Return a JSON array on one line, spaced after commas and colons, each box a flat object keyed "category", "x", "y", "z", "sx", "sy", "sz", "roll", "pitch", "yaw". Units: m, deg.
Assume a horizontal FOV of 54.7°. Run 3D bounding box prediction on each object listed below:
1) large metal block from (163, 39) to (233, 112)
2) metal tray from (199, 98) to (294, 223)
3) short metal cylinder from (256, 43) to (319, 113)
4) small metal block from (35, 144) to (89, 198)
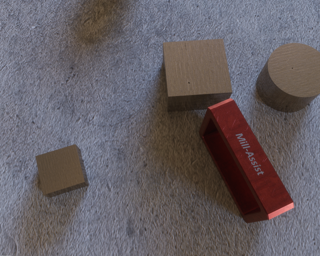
[{"category": "large metal block", "x": 0.047, "y": -0.071, "z": 0.421, "sx": 0.081, "sy": 0.050, "sz": 0.080, "roll": -4, "pitch": 70, "yaw": -2}, {"category": "metal tray", "x": 0.092, "y": 0.041, "z": 0.359, "sx": 0.030, "sy": 0.090, "sz": 0.130, "roll": -23, "pitch": 72, "yaw": -8}, {"category": "short metal cylinder", "x": 0.179, "y": -0.067, "z": 0.421, "sx": 0.081, "sy": 0.050, "sz": 0.080, "roll": 0, "pitch": 70, "yaw": 0}, {"category": "small metal block", "x": -0.122, "y": 0.054, "z": 0.388, "sx": 0.050, "sy": 0.025, "sz": 0.050, "roll": -17, "pitch": 71, "yaw": -6}]
